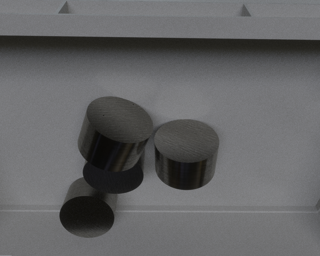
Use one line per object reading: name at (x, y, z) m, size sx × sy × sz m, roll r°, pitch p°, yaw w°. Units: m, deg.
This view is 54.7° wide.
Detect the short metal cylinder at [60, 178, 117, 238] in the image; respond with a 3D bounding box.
short metal cylinder at (-0.109, 0.123, 0.483) m, size 0.081 × 0.050 × 0.079 m, roll -1°, pitch 115°, yaw -2°

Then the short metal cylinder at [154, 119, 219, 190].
short metal cylinder at (0.033, 0.033, 0.401) m, size 0.080 × 0.080 × 0.050 m, roll 0°, pitch 130°, yaw 0°

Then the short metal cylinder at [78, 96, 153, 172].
short metal cylinder at (-0.055, 0.006, 0.378) m, size 0.081 × 0.080 × 0.050 m, roll 16°, pitch 128°, yaw -14°

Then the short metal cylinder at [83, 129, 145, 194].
short metal cylinder at (-0.062, 0.047, 0.432) m, size 0.081 × 0.050 × 0.079 m, roll 0°, pitch 130°, yaw 0°
